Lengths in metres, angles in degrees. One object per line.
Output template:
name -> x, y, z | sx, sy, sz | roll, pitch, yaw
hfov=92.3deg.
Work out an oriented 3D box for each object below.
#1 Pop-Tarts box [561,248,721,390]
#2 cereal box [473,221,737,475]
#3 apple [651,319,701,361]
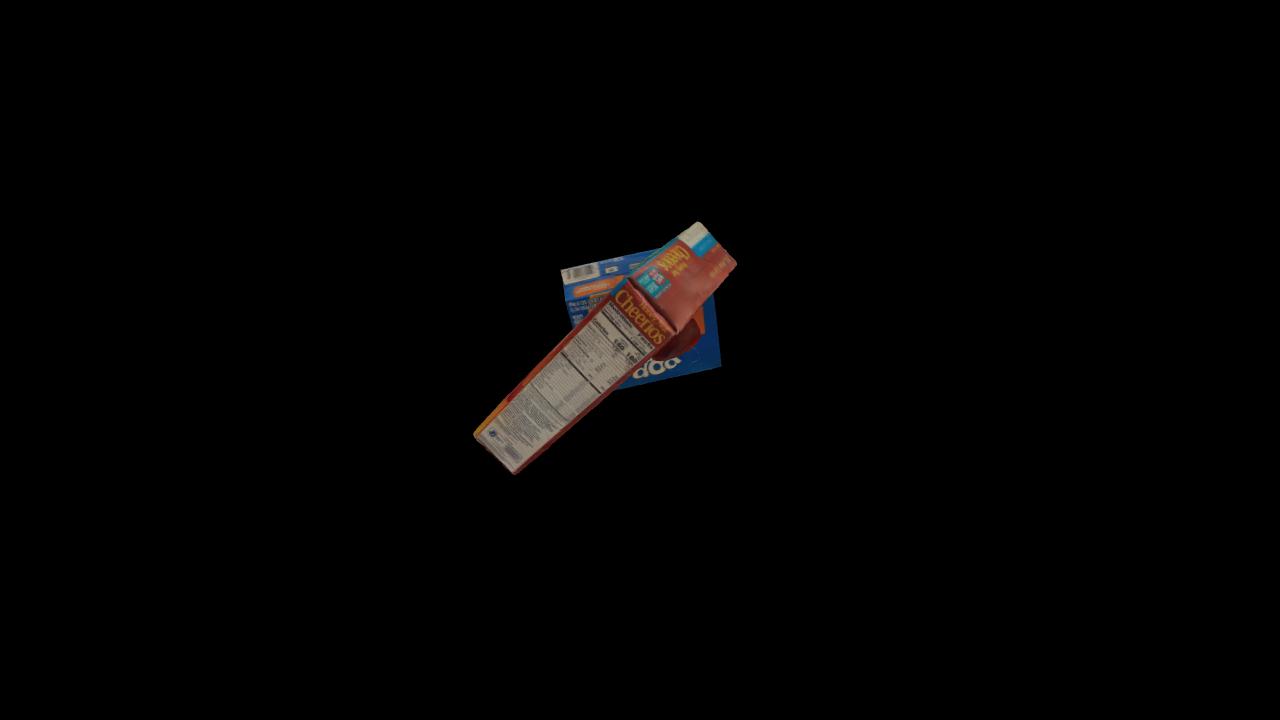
Pop-Tarts box -> 0.003, -0.049, 0.742 | 0.167, 0.141, 0.083 | -12, 36, -1
cereal box -> -0.041, -0.013, 0.704 | 0.306, 0.081, 0.203 | -42, 4, 36
apple -> 0.038, -0.042, 0.735 | 0.079, 0.093, 0.079 | 44, -3, 3
